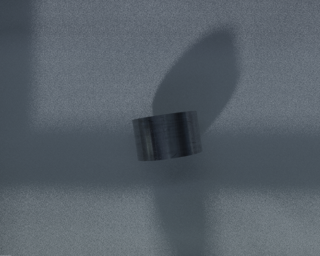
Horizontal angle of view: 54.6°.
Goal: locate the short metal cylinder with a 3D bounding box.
[{"bbox_3d":[0.009,0.009,0.384,0.080,0.080,0.050,-8,90,0],"label":"short metal cylinder"}]
